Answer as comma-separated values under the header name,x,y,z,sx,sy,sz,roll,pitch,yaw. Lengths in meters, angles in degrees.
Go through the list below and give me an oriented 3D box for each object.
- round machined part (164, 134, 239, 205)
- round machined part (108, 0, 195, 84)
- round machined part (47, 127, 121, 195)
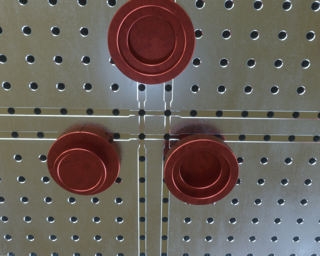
name,x,y,z,sx,sy,sz,roll,pitch,yaw
round machined part,0.054,0.053,0.425,0.099,0.042,0.097,0,110,-1
round machined part,-0.010,-0.104,0.366,0.099,0.042,0.097,0,110,-1
round machined part,-0.104,0.051,0.422,0.099,0.042,0.097,0,110,-1
